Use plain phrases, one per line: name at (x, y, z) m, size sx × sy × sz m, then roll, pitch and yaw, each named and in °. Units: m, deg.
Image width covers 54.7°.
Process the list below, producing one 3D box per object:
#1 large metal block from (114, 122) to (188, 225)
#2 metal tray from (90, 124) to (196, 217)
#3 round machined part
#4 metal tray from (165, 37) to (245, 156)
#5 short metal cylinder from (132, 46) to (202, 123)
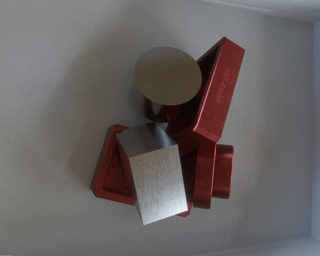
large metal block at (-0.012, 0.047, 0.352) m, size 0.050 × 0.080 × 0.079 m, roll -15°, pitch 111°, yaw -14°
metal tray at (-0.013, 0.056, 0.401) m, size 0.131 × 0.030 × 0.090 m, roll 18°, pitch 84°, yaw -19°
round machined part at (0.069, 0.054, 0.393) m, size 0.042 × 0.098 × 0.097 m, roll 5°, pitch 88°, yaw 10°
metal tray at (0.051, -0.036, 0.378) m, size 0.030 × 0.090 × 0.130 m, roll 28°, pitch 65°, yaw -15°
short metal cylinder at (0.006, -0.053, 0.383) m, size 0.081 × 0.050 × 0.080 m, roll 3°, pitch 67°, yaw -7°
